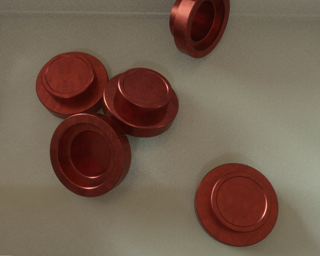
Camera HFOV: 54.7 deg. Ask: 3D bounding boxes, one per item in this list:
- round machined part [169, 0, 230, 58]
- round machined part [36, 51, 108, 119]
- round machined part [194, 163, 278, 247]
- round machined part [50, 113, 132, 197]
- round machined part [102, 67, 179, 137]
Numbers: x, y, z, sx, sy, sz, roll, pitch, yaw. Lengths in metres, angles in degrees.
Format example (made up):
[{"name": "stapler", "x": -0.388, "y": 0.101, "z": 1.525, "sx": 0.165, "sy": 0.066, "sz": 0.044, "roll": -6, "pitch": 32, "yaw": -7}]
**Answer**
[{"name": "round machined part", "x": 0.051, "y": -0.150, "z": 0.429, "sx": 0.042, "sy": 0.098, "sz": 0.098, "roll": 32, "pitch": 72, "yaw": 31}, {"name": "round machined part", "x": -0.121, "y": -0.063, "z": 0.423, "sx": 0.099, "sy": 0.042, "sz": 0.098, "roll": 0, "pitch": 70, "yaw": 0}, {"name": "round machined part", "x": 0.092, "y": 0.089, "z": 0.369, "sx": 0.099, "sy": 0.042, "sz": 0.098, "roll": 0, "pitch": 70, "yaw": 0}, {"name": "round machined part", "x": -0.079, "y": 0.030, "z": 0.374, "sx": 0.098, "sy": 0.042, "sz": 0.097, "roll": 2, "pitch": 97, "yaw": 19}, {"name": "round machined part", "x": -0.022, "y": -0.039, "z": 0.397, "sx": 0.099, "sy": 0.042, "sz": 0.098, "roll": 9, "pitch": 52, "yaw": -12}]
